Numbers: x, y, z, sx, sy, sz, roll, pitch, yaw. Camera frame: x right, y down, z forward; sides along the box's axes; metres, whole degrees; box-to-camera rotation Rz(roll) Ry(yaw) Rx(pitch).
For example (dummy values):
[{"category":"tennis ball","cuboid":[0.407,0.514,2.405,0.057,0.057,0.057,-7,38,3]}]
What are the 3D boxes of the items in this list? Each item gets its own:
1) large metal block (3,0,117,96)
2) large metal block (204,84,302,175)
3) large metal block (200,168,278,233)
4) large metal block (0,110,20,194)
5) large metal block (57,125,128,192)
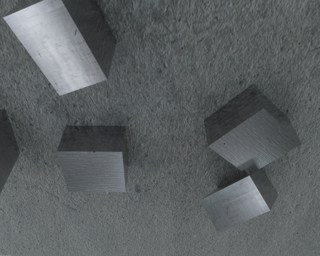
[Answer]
[{"category":"large metal block","cuboid":[-0.086,-0.091,0.293,0.050,0.080,0.080,-16,128,13]},{"category":"large metal block","cuboid":[0.116,0.005,0.396,0.080,0.050,0.080,36,122,-27]},{"category":"large metal block","cuboid":[0.117,0.101,0.450,0.080,0.080,0.050,-34,78,25]},{"category":"large metal block","cuboid":[-0.227,0.031,0.395,0.050,0.080,0.079,3,130,-2]},{"category":"large metal block","cuboid":[-0.087,0.043,0.427,0.081,0.050,0.079,0,130,-1]}]
